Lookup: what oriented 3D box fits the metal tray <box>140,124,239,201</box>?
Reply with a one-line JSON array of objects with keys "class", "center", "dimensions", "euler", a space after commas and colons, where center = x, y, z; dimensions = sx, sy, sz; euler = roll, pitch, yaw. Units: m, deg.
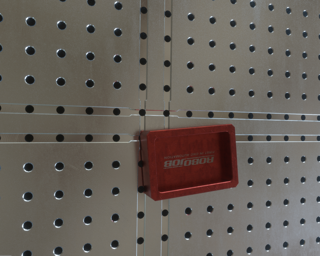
[{"class": "metal tray", "center": [0.042, 0.044, 0.426], "dimensions": [0.131, 0.030, 0.089], "euler": [-5, 92, -20]}]
